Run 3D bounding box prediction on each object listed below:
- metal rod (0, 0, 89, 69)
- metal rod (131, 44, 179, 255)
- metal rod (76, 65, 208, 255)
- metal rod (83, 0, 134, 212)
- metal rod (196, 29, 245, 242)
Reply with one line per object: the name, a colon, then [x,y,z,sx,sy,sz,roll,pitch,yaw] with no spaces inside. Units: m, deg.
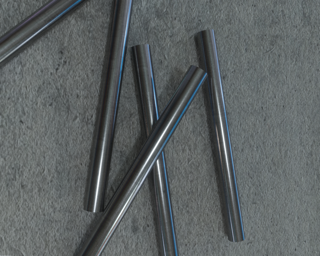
metal rod: [-0.174,-0.087,0.344,0.301,0.025,0.025,-45,104,-15]
metal rod: [-0.005,0.043,0.407,0.025,0.025,0.298,-9,93,-20]
metal rod: [-0.028,0.057,0.377,0.025,0.025,0.299,32,87,-18]
metal rod: [-0.061,-0.048,0.386,0.025,0.025,0.298,9,87,-20]
metal rod: [0.087,0.013,0.440,0.025,0.025,0.298,-11,94,-20]
